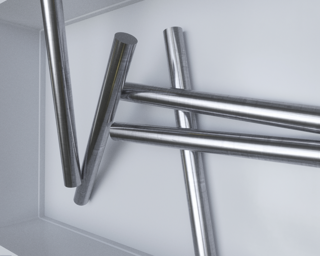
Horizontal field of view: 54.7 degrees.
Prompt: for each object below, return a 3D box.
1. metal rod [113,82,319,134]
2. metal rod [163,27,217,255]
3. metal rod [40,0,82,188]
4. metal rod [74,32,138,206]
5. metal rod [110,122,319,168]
[{"bbox_3d":[0.064,-0.024,0.329,0.300,0.025,0.025,12,98,31],"label":"metal rod"},{"bbox_3d":[0.036,0.024,0.375,0.025,0.025,0.298,-13,82,39],"label":"metal rod"},{"bbox_3d":[-0.129,-0.058,0.404,0.025,0.025,0.298,17,117,38],"label":"metal rod"},{"bbox_3d":[-0.083,0.011,0.421,0.025,0.025,0.298,49,135,28],"label":"metal rod"},{"bbox_3d":[0.070,0.016,0.323,0.300,0.025,0.025,6,94,32],"label":"metal rod"}]
